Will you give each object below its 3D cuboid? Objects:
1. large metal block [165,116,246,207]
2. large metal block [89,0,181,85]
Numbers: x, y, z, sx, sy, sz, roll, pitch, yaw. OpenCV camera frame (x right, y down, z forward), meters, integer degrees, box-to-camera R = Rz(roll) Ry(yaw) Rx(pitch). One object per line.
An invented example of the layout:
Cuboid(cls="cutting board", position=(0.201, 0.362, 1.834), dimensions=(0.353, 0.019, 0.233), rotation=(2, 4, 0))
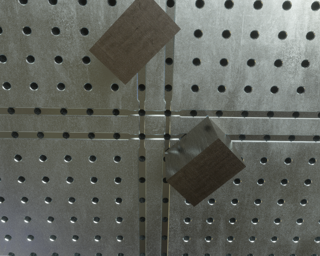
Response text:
Cuboid(cls="large metal block", position=(0.054, 0.040, 0.400), dimensions=(0.080, 0.080, 0.050), rotation=(-41, 105, 13))
Cuboid(cls="large metal block", position=(-0.026, -0.102, 0.346), dimensions=(0.080, 0.080, 0.050), rotation=(-43, 105, 14))
